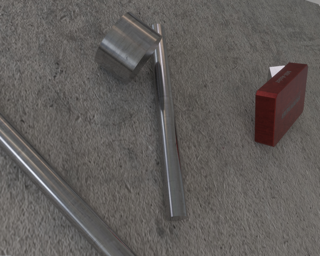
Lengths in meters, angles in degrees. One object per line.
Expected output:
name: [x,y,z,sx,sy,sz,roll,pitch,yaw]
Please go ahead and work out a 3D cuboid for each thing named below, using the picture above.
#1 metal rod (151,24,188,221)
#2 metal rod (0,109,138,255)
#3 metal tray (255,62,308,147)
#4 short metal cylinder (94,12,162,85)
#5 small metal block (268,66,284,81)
metal rod: [0.007,-0.028,0.424,0.025,0.025,0.299,9,58,-24]
metal rod: [-0.106,0.058,0.310,0.300,0.025,0.025,46,51,3]
metal tray: [0.194,-0.040,0.492,0.030,0.089,0.131,17,39,37]
short metal cylinder: [-0.041,-0.104,0.410,0.050,0.080,0.080,37,51,-4]
small metal block: [0.205,-0.072,0.538,0.025,0.050,0.050,-5,59,8]
